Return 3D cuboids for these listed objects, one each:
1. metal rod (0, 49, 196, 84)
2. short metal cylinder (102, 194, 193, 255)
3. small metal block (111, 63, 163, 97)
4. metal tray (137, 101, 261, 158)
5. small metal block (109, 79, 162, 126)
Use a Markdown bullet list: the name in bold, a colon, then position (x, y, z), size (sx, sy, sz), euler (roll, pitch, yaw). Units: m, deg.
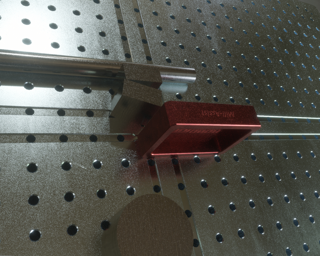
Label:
- **metal rod**: position (-0.083, -0.080, 0.413), size (0.303, 0.025, 0.025), euler (-1, 62, -29)
- **short metal cylinder**: position (-0.013, 0.114, 0.317), size (0.081, 0.050, 0.080), euler (14, 56, -21)
- **small metal block**: position (-0.032, -0.058, 0.412), size (0.050, 0.050, 0.025), euler (1, 62, -28)
- **metal tray**: position (0.048, 0.005, 0.391), size (0.131, 0.090, 0.030), euler (1, 62, -28)
- **small metal block**: position (-0.031, -0.031, 0.396), size (0.050, 0.050, 0.025), euler (16, 56, -20)
